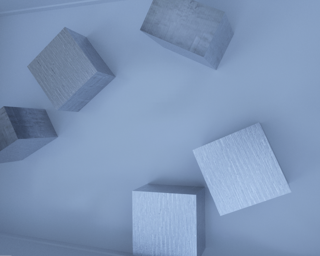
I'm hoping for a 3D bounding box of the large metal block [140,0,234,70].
[{"bbox_3d":[0.035,-0.114,0.368,0.080,0.080,0.050,28,99,17],"label":"large metal block"}]

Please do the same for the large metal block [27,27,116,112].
[{"bbox_3d":[-0.125,-0.080,0.440,0.080,0.050,0.080,-40,78,15],"label":"large metal block"}]

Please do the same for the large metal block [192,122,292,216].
[{"bbox_3d":[0.096,0.046,0.363,0.080,0.050,0.080,-25,82,18],"label":"large metal block"}]

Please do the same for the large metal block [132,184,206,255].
[{"bbox_3d":[0.013,0.117,0.392,0.080,0.050,0.079,-1,90,19],"label":"large metal block"}]

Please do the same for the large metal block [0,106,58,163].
[{"bbox_3d":[-0.215,0.012,0.455,0.080,0.080,0.050,-30,80,17],"label":"large metal block"}]
